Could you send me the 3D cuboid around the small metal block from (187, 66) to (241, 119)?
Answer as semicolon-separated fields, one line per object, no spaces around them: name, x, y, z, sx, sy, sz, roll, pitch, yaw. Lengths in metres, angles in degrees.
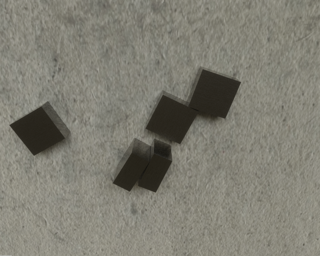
small metal block;0.067;-0.045;0.394;0.050;0.025;0.050;17;109;-7

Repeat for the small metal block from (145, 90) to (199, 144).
small metal block;0.015;-0.014;0.405;0.050;0.025;0.050;25;108;-9

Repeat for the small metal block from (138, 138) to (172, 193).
small metal block;-0.007;0.049;0.415;0.025;0.050;0.050;23;108;-9

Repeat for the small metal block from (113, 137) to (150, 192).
small metal block;-0.037;0.048;0.414;0.025;0.050;0.050;29;107;-11

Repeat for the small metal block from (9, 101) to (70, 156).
small metal block;-0.157;0.001;0.408;0.050;0.025;0.050;-28;108;9
